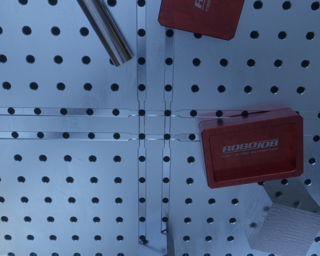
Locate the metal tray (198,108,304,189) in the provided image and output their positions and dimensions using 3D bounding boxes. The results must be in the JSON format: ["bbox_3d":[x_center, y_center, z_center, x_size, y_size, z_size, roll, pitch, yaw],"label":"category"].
[{"bbox_3d":[0.124,0.029,0.423,0.131,0.030,0.089,-9,110,2],"label":"metal tray"}]

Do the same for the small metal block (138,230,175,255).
[{"bbox_3d":[-0.006,0.191,0.471,0.050,0.050,0.025,-28,108,9],"label":"small metal block"}]

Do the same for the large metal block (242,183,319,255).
[{"bbox_3d":[0.178,0.137,0.453,0.081,0.050,0.079,14,109,-6],"label":"large metal block"}]

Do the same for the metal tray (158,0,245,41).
[{"bbox_3d":[0.054,-0.173,0.348,0.091,0.030,0.129,11,110,-5],"label":"metal tray"}]

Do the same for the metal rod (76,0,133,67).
[{"bbox_3d":[-0.115,-0.204,0.336,0.025,0.025,0.299,-27,108,9],"label":"metal rod"}]
